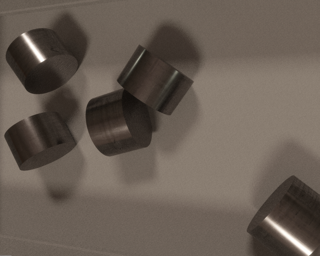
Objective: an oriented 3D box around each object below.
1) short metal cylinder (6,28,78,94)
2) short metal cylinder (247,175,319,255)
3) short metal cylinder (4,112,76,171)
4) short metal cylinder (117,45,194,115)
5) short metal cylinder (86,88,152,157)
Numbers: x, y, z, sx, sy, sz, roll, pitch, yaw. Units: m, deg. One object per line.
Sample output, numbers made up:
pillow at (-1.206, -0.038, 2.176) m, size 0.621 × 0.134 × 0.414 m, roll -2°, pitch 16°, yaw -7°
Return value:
short metal cylinder at (-0.166, -0.093, 0.438) m, size 0.080 × 0.080 × 0.050 m, roll -41°, pitch 77°, yaw 15°
short metal cylinder at (0.139, 0.098, 0.332) m, size 0.050 × 0.080 × 0.080 m, roll 40°, pitch 102°, yaw 15°
short metal cylinder at (-0.169, 0.019, 0.439) m, size 0.080 × 0.080 × 0.050 m, roll -33°, pitch 80°, yaw 17°
short metal cylinder at (-0.006, -0.059, 0.382) m, size 0.080 × 0.080 × 0.050 m, roll 38°, pitch 102°, yaw 16°
short metal cylinder at (-0.050, -0.008, 0.398) m, size 0.050 × 0.080 × 0.080 m, roll -16°, pitch 85°, yaw 19°
